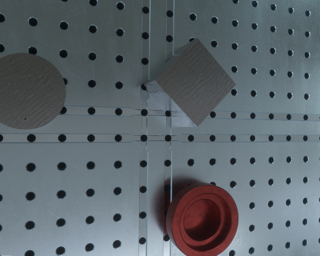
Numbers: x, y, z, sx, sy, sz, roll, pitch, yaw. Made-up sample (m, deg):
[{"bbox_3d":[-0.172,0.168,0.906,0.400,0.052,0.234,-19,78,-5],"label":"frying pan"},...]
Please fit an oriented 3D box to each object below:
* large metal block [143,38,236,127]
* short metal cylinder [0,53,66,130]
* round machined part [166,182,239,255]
[{"bbox_3d":[0.039,-0.058,0.413,0.080,0.050,0.080,46,76,-14],"label":"large metal block"},{"bbox_3d":[-0.148,-0.038,0.345,0.081,0.050,0.080,0,90,-20],"label":"short metal cylinder"},{"bbox_3d":[0.054,0.123,0.424,0.099,0.042,0.097,0,90,-20],"label":"round machined part"}]
